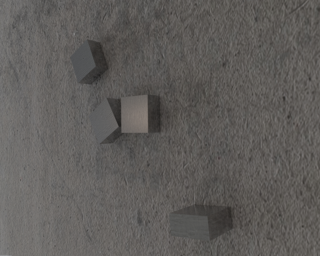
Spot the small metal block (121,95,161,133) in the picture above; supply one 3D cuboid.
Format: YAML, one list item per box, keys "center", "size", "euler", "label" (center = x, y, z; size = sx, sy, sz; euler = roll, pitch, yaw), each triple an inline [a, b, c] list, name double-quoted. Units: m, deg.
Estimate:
- center: [-0.027, -0.018, 0.427]
  size: [0.050, 0.025, 0.050]
  euler: [-1, 89, 40]
  label: "small metal block"

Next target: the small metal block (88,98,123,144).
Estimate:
- center: [-0.077, -0.010, 0.468]
  size: [0.050, 0.025, 0.050]
  euler: [-39, 67, 33]
  label: "small metal block"

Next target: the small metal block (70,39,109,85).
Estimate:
- center: [-0.115, -0.106, 0.500]
  size: [0.050, 0.025, 0.050]
  euler: [-32, 70, 35]
  label: "small metal block"

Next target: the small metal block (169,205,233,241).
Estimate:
- center: [0.047, 0.105, 0.350]
  size: [0.050, 0.050, 0.025]
  euler: [-8, 85, 40]
  label: "small metal block"
